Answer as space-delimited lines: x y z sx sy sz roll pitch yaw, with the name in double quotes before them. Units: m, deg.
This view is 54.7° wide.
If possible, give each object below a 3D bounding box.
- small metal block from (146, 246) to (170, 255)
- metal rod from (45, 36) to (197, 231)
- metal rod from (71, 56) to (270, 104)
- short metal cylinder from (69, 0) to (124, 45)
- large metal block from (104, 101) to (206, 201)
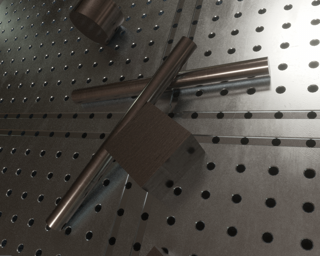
"small metal block" -0.001 0.158 0.311 0.050 0.025 0.050 -49 52 -7
"metal rod" -0.049 0.005 0.409 0.025 0.025 0.300 34 86 38
"metal rod" -0.001 -0.064 0.446 0.301 0.025 0.025 -5 60 25
"short metal cylinder" -0.111 -0.194 0.548 0.080 0.080 0.050 20 73 35
"large metal block" -0.007 0.027 0.378 0.080 0.050 0.080 -47 52 -5
